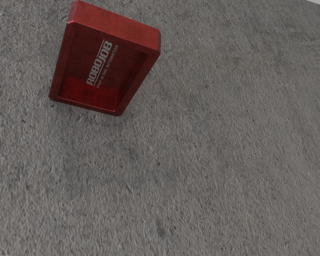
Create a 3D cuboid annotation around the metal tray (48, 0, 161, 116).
[{"bbox_3d":[-0.065,-0.066,0.342,0.091,0.129,0.030,14,56,-20],"label":"metal tray"}]
